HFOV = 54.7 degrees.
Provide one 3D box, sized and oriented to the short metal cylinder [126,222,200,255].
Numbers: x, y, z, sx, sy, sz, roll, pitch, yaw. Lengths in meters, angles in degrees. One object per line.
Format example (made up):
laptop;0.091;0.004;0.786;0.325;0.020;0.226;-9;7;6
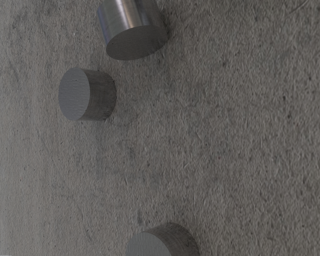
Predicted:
short metal cylinder;0.003;0.164;0.386;0.080;0.050;0.080;0;90;40

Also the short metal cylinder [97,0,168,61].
short metal cylinder;-0.036;-0.129;0.399;0.080;0.081;0.050;-27;73;37

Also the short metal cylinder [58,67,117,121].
short metal cylinder;-0.114;-0.051;0.483;0.080;0.050;0.080;0;90;40
